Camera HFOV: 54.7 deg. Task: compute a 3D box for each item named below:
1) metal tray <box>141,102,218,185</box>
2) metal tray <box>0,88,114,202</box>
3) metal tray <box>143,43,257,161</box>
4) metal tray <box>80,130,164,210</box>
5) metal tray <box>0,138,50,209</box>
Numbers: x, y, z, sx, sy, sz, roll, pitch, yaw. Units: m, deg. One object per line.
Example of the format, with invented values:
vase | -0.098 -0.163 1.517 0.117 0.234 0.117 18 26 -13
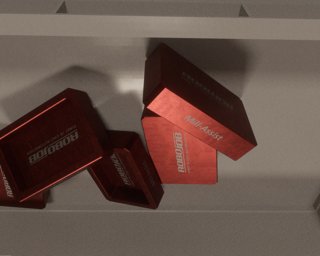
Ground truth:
metal tray | 0.031 0.024 0.418 0.090 0.030 0.129 -1 132 10
metal tray | -0.133 0.021 0.376 0.130 0.030 0.090 -29 83 13
metal tray | 0.044 -0.029 0.342 0.131 0.090 0.030 30 124 -24
metal tray | -0.055 0.059 0.434 0.090 0.030 0.129 3 134 26
metal tray | -0.218 0.068 0.460 0.091 0.030 0.129 6 130 -6
